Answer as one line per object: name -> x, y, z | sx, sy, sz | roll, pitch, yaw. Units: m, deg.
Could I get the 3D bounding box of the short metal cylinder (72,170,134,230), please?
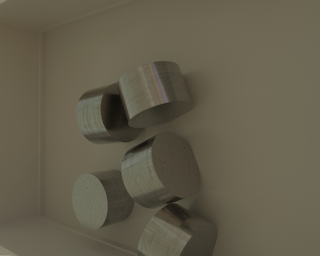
short metal cylinder -> -0.085, 0.104, 0.458 | 0.080, 0.050, 0.079 | 0, 90, 39

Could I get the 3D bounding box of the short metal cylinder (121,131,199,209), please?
short metal cylinder -> 0.002, 0.050, 0.368 | 0.050, 0.081, 0.080 | -29, 72, 36

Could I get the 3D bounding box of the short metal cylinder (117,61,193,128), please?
short metal cylinder -> -0.006, -0.038, 0.375 | 0.080, 0.081, 0.050 | -28, 73, 36

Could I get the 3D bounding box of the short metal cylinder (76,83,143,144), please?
short metal cylinder -> -0.066, -0.019, 0.423 | 0.050, 0.081, 0.080 | -7, 86, 39

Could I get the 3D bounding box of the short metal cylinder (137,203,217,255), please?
short metal cylinder -> 0.021, 0.133, 0.352 | 0.050, 0.081, 0.079 | 22, 104, 37
